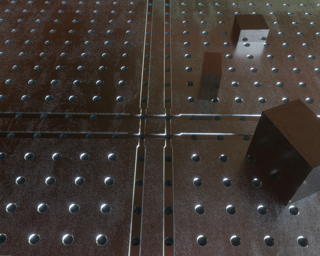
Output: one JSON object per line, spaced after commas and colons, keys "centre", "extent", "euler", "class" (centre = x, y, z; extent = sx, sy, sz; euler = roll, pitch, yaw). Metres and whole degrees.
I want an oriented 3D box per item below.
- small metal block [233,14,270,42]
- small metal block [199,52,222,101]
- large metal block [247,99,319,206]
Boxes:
{"centre": [0.164, -0.182, 0.563], "extent": [0.050, 0.025, 0.050], "euler": [-2, 50, -2], "class": "small metal block"}
{"centre": [0.074, -0.076, 0.456], "extent": [0.025, 0.050, 0.050], "euler": [6, 50, 4], "class": "small metal block"}
{"centre": [0.151, 0.028, 0.351], "extent": [0.050, 0.080, 0.080], "euler": [-18, 53, -15], "class": "large metal block"}
